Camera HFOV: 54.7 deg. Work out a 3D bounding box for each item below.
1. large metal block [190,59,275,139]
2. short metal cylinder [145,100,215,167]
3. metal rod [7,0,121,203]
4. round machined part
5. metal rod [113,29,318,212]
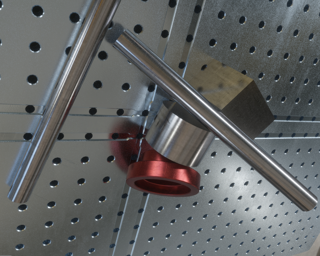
[{"bbox_3d":[0.092,-0.035,0.407,0.050,0.080,0.080,-44,130,1],"label":"large metal block"},{"bbox_3d":[0.028,0.006,0.396,0.081,0.080,0.050,16,110,-35],"label":"short metal cylinder"},{"bbox_3d":[-0.099,-0.044,0.330,0.025,0.025,0.298,18,109,-36],"label":"metal rod"},{"bbox_3d":[0.006,0.061,0.420,0.098,0.098,0.042,30,57,-38],"label":"round machined part"},{"bbox_3d":[0.071,-0.002,0.357,0.300,0.025,0.025,40,96,-10],"label":"metal rod"}]
